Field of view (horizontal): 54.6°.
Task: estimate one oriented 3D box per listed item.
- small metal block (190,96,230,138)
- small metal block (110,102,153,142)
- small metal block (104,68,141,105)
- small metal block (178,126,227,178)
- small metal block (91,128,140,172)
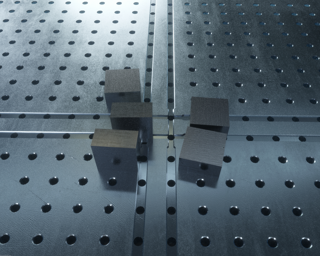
[{"bbox_3d":[0.066,-0.015,0.421,0.050,0.025,0.050,4,50,4],"label":"small metal block"},{"bbox_3d":[-0.034,-0.006,0.397,0.050,0.050,0.025,0,50,0],"label":"small metal block"},{"bbox_3d":[-0.055,-0.061,0.459,0.050,0.025,0.050,-3,50,-3],"label":"small metal block"},{"bbox_3d":[0.053,0.029,0.384,0.050,0.025,0.050,11,51,9],"label":"small metal block"},{"bbox_3d":[-0.051,0.027,0.368,0.050,0.050,0.025,3,50,3],"label":"small metal block"}]
